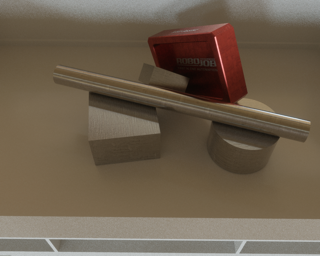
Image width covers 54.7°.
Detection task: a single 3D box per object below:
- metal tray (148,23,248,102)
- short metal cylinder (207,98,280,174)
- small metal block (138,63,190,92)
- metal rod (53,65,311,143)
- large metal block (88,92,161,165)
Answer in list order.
[{"bbox_3d":[0.044,-0.081,0.397,0.030,0.090,0.130,-33,28,-26],"label":"metal tray"},{"bbox_3d":[0.101,0.009,0.381,0.081,0.050,0.080,0,50,0],"label":"short metal cylinder"},{"bbox_3d":[0.004,-0.065,0.414,0.050,0.025,0.050,15,10,-22],"label":"small metal block"},{"bbox_3d":[0.015,-0.032,0.364,0.301,0.025,0.025,14,51,11],"label":"metal rod"},{"bbox_3d":[-0.045,-0.004,0.390,0.081,0.050,0.080,-6,50,-6],"label":"large metal block"}]
